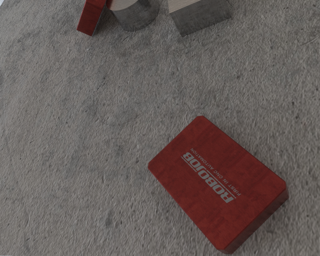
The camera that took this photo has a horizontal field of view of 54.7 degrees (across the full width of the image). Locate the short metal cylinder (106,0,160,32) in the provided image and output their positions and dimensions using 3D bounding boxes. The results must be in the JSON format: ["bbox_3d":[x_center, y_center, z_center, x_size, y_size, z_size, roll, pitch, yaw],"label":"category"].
[{"bbox_3d":[-0.047,-0.218,0.546,0.080,0.050,0.080,-13,56,21],"label":"short metal cylinder"}]

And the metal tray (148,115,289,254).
[{"bbox_3d":[0.058,0.055,0.337,0.090,0.030,0.130,-44,51,-2],"label":"metal tray"}]

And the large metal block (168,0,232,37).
[{"bbox_3d":[0.058,-0.200,0.480,0.080,0.050,0.080,-17,55,18],"label":"large metal block"}]

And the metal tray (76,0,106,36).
[{"bbox_3d":[-0.116,-0.250,0.582,0.090,0.030,0.130,-39,35,57],"label":"metal tray"}]
